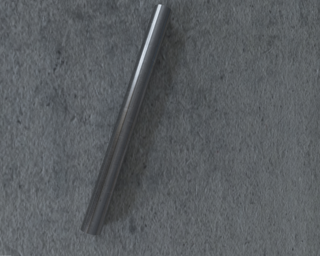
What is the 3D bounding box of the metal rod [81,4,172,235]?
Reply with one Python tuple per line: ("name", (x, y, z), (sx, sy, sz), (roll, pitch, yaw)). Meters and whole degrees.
("metal rod", (-0.040, -0.015, 0.394), (0.025, 0.025, 0.299), (20, 83, -19))
